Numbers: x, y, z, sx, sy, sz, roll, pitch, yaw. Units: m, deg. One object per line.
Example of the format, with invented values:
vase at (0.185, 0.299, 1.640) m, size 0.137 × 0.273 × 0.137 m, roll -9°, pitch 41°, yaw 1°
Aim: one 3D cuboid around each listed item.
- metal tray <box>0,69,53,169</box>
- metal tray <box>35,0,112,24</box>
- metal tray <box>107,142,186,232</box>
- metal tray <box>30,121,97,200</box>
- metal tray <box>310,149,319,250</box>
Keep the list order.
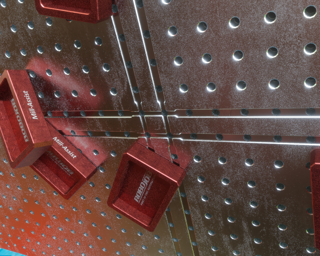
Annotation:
metal tray at (-0.218, -0.013, 0.477) m, size 0.090 × 0.030 × 0.130 m, roll -35°, pitch 74°, yaw 38°
metal tray at (-0.102, -0.190, 0.342) m, size 0.090 × 0.030 × 0.129 m, roll 15°, pitch 125°, yaw 19°
metal tray at (-0.025, 0.094, 0.477) m, size 0.090 × 0.030 × 0.129 m, roll 29°, pitch 128°, yaw 9°
metal tray at (-0.181, 0.056, 0.535) m, size 0.130 × 0.030 × 0.090 m, roll 44°, pitch 129°, yaw -3°
metal tray at (0.220, 0.086, 0.344) m, size 0.090 × 0.030 × 0.129 m, roll -2°, pitch 118°, yaw 28°
